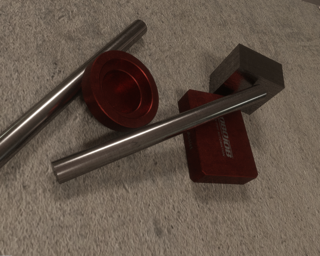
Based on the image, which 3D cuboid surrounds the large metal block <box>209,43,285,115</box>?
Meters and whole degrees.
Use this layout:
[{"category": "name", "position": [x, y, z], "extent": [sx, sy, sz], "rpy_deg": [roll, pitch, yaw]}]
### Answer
[{"category": "large metal block", "position": [0.134, -0.074, 0.488], "extent": [0.080, 0.080, 0.050], "rpy_deg": [21, 54, -17]}]

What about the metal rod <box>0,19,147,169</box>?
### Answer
[{"category": "metal rod", "position": [-0.098, -0.062, 0.389], "extent": [0.025, 0.025, 0.301], "rpy_deg": [38, 51, -3]}]

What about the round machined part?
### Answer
[{"category": "round machined part", "position": [-0.052, -0.041, 0.379], "extent": [0.099, 0.042, 0.098], "rpy_deg": [18, 63, -38]}]

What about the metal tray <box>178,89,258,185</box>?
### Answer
[{"category": "metal tray", "position": [0.080, 0.012, 0.438], "extent": [0.091, 0.030, 0.130], "rpy_deg": [7, 58, -25]}]

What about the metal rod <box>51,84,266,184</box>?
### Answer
[{"category": "metal rod", "position": [0.019, -0.003, 0.385], "extent": [0.302, 0.025, 0.025], "rpy_deg": [-21, 73, -26]}]
